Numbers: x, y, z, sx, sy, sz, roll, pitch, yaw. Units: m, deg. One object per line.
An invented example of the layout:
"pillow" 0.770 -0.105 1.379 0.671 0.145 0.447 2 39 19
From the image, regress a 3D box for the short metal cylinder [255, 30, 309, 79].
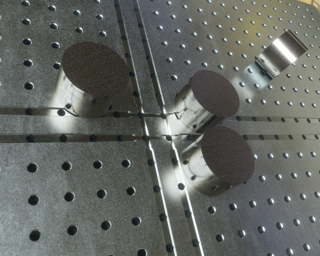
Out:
"short metal cylinder" 0.228 -0.138 0.583 0.050 0.080 0.081 50 51 6

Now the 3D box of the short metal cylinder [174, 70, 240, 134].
"short metal cylinder" 0.068 -0.038 0.454 0.081 0.050 0.080 14 56 -21

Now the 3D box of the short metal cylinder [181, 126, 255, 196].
"short metal cylinder" 0.076 0.044 0.408 0.081 0.050 0.080 14 56 -21

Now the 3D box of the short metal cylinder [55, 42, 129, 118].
"short metal cylinder" -0.085 -0.059 0.384 0.081 0.050 0.080 14 56 -21
